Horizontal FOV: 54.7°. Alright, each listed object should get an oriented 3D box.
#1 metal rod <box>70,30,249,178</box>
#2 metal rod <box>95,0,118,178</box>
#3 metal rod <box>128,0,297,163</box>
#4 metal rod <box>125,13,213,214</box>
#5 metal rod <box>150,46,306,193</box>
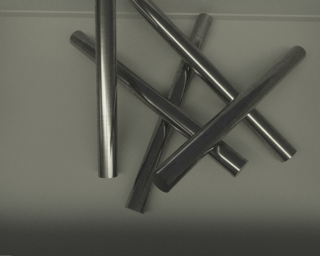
[{"bbox_3d":[-0.015,-0.043,0.402,0.300,0.025,0.025,40,74,21],"label":"metal rod"},{"bbox_3d":[-0.065,-0.088,0.374,0.025,0.025,0.298,0,96,0],"label":"metal rod"},{"bbox_3d":[0.065,-0.073,0.414,0.025,0.025,0.300,-41,84,-14],"label":"metal rod"},{"bbox_3d":[0.019,-0.033,0.421,0.025,0.025,0.300,18,71,6],"label":"metal rod"},{"bbox_3d":[0.100,-0.028,0.375,0.025,0.025,0.302,43,58,14],"label":"metal rod"}]
